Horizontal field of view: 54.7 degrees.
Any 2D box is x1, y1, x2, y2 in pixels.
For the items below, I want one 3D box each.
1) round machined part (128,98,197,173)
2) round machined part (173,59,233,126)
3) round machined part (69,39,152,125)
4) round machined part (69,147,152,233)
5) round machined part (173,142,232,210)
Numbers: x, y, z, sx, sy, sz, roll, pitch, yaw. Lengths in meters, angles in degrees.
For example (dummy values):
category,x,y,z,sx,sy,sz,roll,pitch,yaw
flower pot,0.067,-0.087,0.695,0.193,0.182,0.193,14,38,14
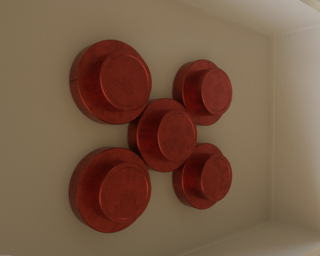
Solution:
category,x,y,z,sx,sy,sz,roll,pitch,yaw
round machined part,0.011,0.010,0.404,0.099,0.042,0.097,0,90,-40
round machined part,0.069,-0.052,0.454,0.099,0.042,0.097,0,90,-40
round machined part,-0.048,-0.052,0.355,0.099,0.042,0.097,0,90,-40
round machined part,-0.049,0.071,0.355,0.099,0.042,0.097,0,90,-40
round machined part,0.069,0.071,0.454,0.099,0.042,0.097,0,90,-40
